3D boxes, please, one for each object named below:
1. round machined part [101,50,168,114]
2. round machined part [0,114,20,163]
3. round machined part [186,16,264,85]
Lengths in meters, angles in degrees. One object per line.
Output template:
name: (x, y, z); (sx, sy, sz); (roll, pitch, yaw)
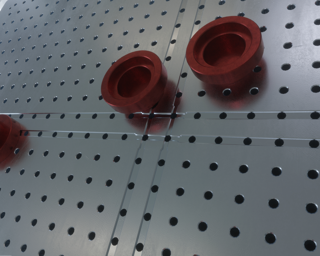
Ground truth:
round machined part: (-0.034, -0.062, 0.454); (0.098, 0.042, 0.098); (-13, 56, 21)
round machined part: (-0.301, 0.017, 0.548); (0.098, 0.042, 0.098); (-13, 56, 21)
round machined part: (0.087, -0.097, 0.412); (0.098, 0.042, 0.098); (-13, 56, 21)
